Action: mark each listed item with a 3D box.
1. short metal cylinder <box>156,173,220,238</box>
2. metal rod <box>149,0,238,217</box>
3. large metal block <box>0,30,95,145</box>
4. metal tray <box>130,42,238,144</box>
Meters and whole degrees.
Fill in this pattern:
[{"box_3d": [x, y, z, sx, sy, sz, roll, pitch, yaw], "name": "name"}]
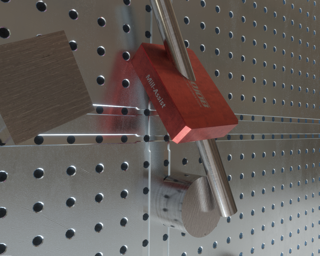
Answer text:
[{"box_3d": [0.042, 0.104, 0.428, 0.081, 0.050, 0.080, 0, 90, -40], "name": "short metal cylinder"}, {"box_3d": [0.043, -0.028, 0.394, 0.025, 0.025, 0.298, -24, 99, -37], "name": "metal rod"}, {"box_3d": [-0.121, -0.038, 0.291, 0.081, 0.050, 0.080, -30, 109, -36], "name": "large metal block"}, {"box_3d": [0.030, -0.046, 0.385, 0.091, 0.030, 0.130, -6, 58, -40], "name": "metal tray"}]
